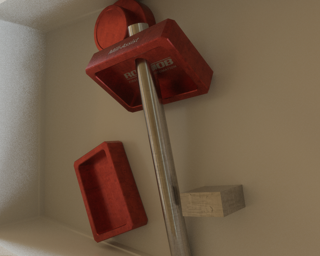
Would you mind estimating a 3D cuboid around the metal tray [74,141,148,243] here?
[{"bbox_3d":[-0.078,0.095,0.464,0.090,0.030,0.130,-32,70,35],"label":"metal tray"}]

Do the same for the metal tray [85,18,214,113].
[{"bbox_3d":[-0.015,-0.067,0.373,0.130,0.090,0.030,-11,49,39],"label":"metal tray"}]

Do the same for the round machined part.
[{"bbox_3d":[-0.056,-0.135,0.440,0.098,0.042,0.097,0,90,39],"label":"round machined part"}]

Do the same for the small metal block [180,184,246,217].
[{"bbox_3d":[0.058,0.080,0.341,0.050,0.050,0.025,-12,83,39],"label":"small metal block"}]

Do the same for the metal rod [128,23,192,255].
[{"bbox_3d":[0.001,0.025,0.376,0.025,0.025,0.298,-9,93,39],"label":"metal rod"}]
